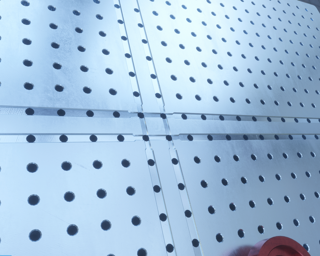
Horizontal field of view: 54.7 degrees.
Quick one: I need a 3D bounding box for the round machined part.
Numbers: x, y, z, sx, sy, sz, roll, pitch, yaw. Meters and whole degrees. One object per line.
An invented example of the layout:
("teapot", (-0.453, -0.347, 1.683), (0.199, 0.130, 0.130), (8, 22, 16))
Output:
("round machined part", (0.139, 0.181, 0.364), (0.099, 0.042, 0.098), (14, 56, -21))
